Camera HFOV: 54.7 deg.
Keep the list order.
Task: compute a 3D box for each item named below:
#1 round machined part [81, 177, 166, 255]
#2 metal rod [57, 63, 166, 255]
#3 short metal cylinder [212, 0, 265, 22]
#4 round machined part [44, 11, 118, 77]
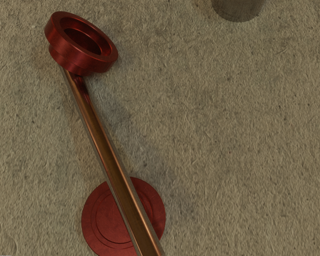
[{"bbox_3d":[-0.043,0.105,0.361,0.099,0.042,0.098,0,70,0],"label":"round machined part"},{"bbox_3d":[-0.071,0.015,0.370,0.025,0.025,0.299,-25,60,-9],"label":"metal rod"},{"bbox_3d":[0.123,-0.210,0.473,0.081,0.050,0.080,0,70,0],"label":"short metal cylinder"},{"bbox_3d":[-0.109,-0.108,0.419,0.042,0.099,0.098,-47,72,28],"label":"round machined part"}]
